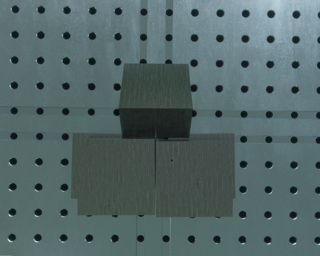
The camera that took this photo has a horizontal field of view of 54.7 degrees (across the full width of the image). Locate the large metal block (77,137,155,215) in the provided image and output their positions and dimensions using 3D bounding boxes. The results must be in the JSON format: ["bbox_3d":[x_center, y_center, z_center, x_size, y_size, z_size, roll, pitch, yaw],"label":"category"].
[{"bbox_3d":[-0.046,0.051,0.347,0.081,0.050,0.079,0,90,-1],"label":"large metal block"}]

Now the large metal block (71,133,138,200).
[{"bbox_3d":[-0.067,0.047,0.401,0.081,0.050,0.079,2,90,-1],"label":"large metal block"}]

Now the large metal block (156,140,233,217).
[{"bbox_3d":[0.036,0.053,0.349,0.081,0.050,0.079,0,90,-1],"label":"large metal block"}]

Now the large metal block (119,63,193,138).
[{"bbox_3d":[-0.005,-0.035,0.380,0.081,0.050,0.080,0,48,-1],"label":"large metal block"}]

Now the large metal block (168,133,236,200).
[{"bbox_3d":[0.051,0.047,0.401,0.081,0.050,0.079,-1,90,-1],"label":"large metal block"}]
